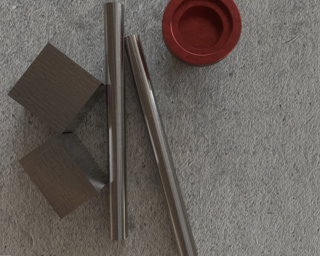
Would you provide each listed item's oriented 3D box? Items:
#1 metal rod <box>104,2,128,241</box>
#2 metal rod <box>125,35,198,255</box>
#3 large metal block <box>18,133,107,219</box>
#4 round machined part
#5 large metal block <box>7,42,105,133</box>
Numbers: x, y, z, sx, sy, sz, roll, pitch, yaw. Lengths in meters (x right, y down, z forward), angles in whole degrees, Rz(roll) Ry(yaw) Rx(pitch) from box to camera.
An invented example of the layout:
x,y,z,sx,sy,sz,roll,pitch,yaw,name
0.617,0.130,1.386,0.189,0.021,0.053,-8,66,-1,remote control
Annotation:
x,y,z,sx,sy,sz,roll,pitch,yaw,name
-0.056,-0.005,0.399,0.025,0.025,0.298,-1,94,-1,metal rod
-0.001,0.026,0.409,0.025,0.025,0.298,-15,90,0,metal rod
-0.113,0.054,0.381,0.050,0.080,0.080,-36,90,0,large metal block
0.052,-0.127,0.402,0.099,0.042,0.097,0,90,-1,round machined part
-0.126,-0.047,0.396,0.080,0.050,0.080,38,90,-1,large metal block
